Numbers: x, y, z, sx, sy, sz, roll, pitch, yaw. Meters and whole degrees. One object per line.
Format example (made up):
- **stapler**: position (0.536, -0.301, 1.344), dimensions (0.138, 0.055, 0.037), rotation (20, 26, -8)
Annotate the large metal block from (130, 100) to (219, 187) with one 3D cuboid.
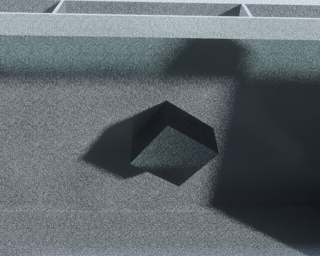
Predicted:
- **large metal block**: position (0.018, 0.023, 0.413), dimensions (0.080, 0.050, 0.080), rotation (29, 124, -23)
